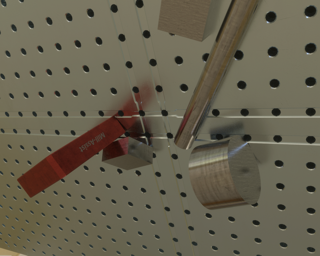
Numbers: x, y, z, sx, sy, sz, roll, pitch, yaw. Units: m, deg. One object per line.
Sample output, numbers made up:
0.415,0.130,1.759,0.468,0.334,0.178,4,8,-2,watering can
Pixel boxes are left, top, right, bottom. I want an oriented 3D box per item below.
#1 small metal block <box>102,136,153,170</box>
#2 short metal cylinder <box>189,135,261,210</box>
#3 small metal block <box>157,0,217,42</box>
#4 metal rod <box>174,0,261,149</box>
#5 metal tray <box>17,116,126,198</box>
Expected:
-0.046,0.038,0.440,0.050,0.025,0.050,-19,148,35,small metal block
0.078,0.053,0.367,0.050,0.080,0.080,-20,108,35,short metal cylinder
0.029,-0.123,0.319,0.050,0.025,0.050,21,126,15,small metal block
0.071,-0.092,0.316,0.025,0.025,0.298,28,128,10,metal rod
-0.116,0.036,0.423,0.090,0.131,0.030,-31,96,37,metal tray
